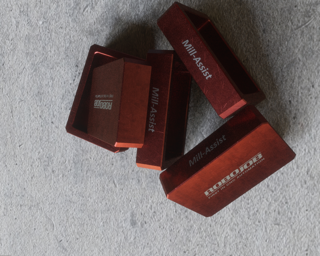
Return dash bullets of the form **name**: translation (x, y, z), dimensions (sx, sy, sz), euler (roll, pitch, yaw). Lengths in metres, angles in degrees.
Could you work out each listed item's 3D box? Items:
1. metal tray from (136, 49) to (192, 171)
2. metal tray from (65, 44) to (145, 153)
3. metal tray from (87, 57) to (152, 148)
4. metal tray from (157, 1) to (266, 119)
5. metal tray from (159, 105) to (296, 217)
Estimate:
- **metal tray**: translation (0.009, -0.020, 0.372), dimensions (0.030, 0.090, 0.129), euler (7, 93, 20)
- **metal tray**: translation (-0.070, -0.041, 0.431), dimensions (0.090, 0.030, 0.129), euler (21, 97, 18)
- **metal tray**: translation (-0.053, -0.030, 0.368), dimensions (0.130, 0.030, 0.089), euler (11, 95, 64)
- **metal tray**: translation (0.061, -0.076, 0.351), dimensions (0.030, 0.091, 0.130), euler (-38, 78, 30)
- **metal tray**: translation (0.076, 0.043, 0.348), dimensions (0.130, 0.090, 0.030), euler (-40, 43, 15)
